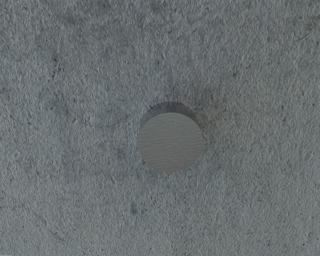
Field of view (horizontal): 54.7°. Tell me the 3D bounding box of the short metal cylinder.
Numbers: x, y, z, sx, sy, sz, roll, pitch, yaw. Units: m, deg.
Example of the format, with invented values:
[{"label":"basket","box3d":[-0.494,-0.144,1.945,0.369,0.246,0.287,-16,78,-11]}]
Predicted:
[{"label":"short metal cylinder","box3d":[0.013,0.010,0.402,0.081,0.050,0.079,0,110,-1]}]
